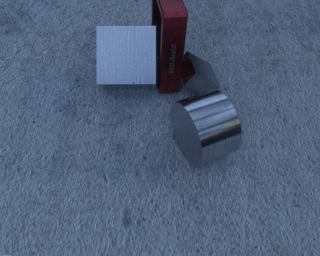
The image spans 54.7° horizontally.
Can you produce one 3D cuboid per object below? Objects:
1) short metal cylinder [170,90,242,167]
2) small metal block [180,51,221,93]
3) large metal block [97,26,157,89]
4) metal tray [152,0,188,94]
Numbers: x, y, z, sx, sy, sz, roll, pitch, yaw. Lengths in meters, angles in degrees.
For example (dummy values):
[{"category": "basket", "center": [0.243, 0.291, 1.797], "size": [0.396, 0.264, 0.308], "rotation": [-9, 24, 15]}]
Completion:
[{"category": "short metal cylinder", "center": [0.052, 0.000, 0.368], "size": [0.050, 0.080, 0.080], "rotation": [-19, 53, -15]}, {"category": "small metal block", "center": [0.056, -0.078, 0.453], "size": [0.050, 0.025, 0.050], "rotation": [20, 40, -34]}, {"category": "large metal block", "center": [-0.045, -0.099, 0.444], "size": [0.080, 0.050, 0.080], "rotation": [0, 89, 0]}, {"category": "metal tray", "center": [0.009, -0.124, 0.438], "size": [0.030, 0.129, 0.090], "rotation": [-6, 49, -8]}]
